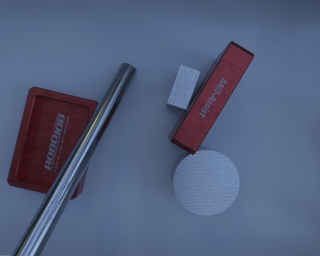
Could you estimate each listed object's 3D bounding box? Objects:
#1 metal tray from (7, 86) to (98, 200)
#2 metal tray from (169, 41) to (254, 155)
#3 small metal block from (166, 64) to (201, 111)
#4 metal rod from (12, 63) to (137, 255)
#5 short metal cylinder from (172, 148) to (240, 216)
[{"bbox_3d":[-0.136,0.019,0.407,0.091,0.030,0.129,13,90,-1],"label":"metal tray"},{"bbox_3d":[0.057,-0.033,0.379,0.030,0.090,0.130,31,90,-1],"label":"metal tray"},{"bbox_3d":[0.029,-0.049,0.399,0.025,0.050,0.050,20,90,0],"label":"small metal block"},{"bbox_3d":[-0.098,0.047,0.353,0.025,0.025,0.300,25,67,0],"label":"metal rod"},{"bbox_3d":[0.056,0.066,0.400,0.081,0.050,0.079,0,90,-1],"label":"short metal cylinder"}]
